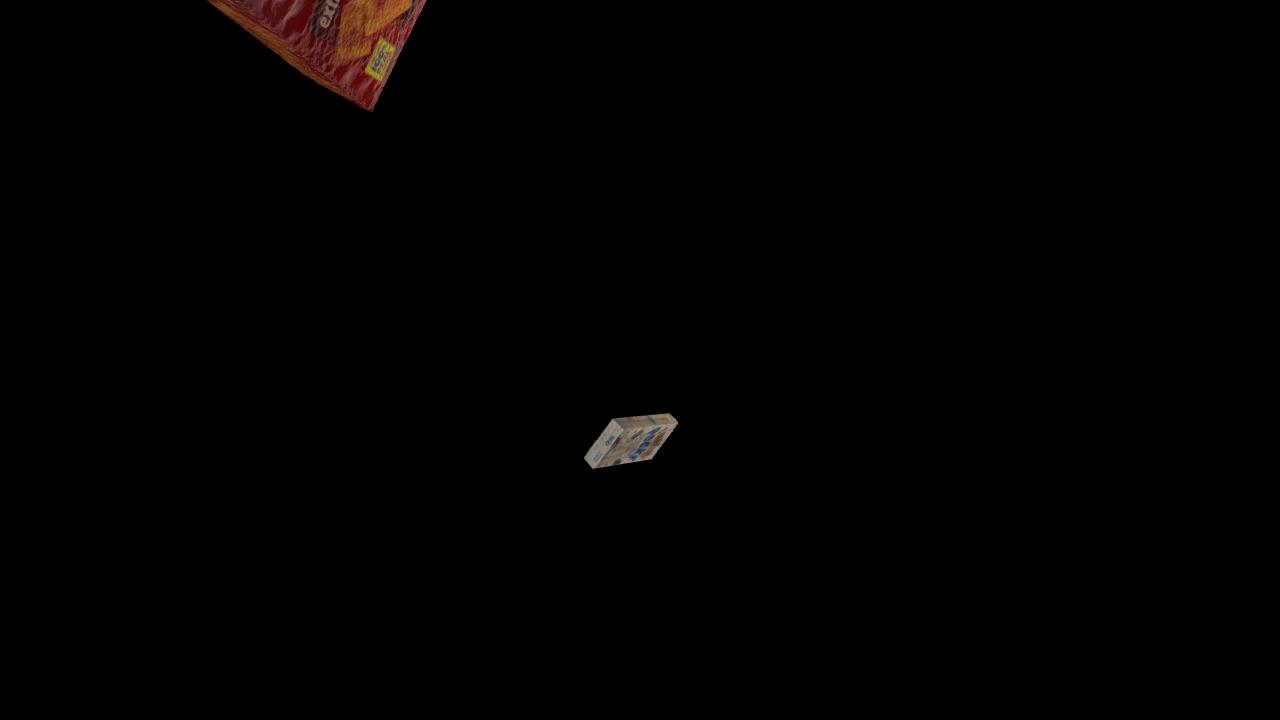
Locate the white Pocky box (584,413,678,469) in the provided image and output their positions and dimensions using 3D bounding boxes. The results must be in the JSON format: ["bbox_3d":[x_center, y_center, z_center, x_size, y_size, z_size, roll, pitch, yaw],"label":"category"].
[{"bbox_3d":[-0.011,0.121,0.934,0.028,0.084,0.154,45,22,27],"label":"white Pocky box"}]

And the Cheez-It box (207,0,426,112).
[{"bbox_3d":[-0.212,-0.288,0.405,0.071,0.166,0.223,27,2,-3],"label":"Cheez-It box"}]
